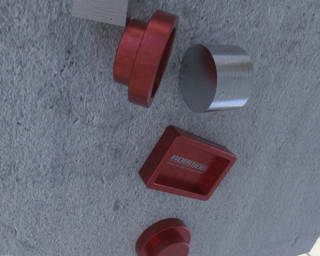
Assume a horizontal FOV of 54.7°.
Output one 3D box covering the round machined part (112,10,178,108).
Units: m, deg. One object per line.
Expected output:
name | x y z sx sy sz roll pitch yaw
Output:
round machined part | -0.017 -0.073 0.319 0.042 0.098 0.097 19 113 2

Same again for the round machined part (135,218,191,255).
round machined part | 0.011 0.206 0.532 0.099 0.042 0.097 -14 125 -21

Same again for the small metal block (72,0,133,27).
small metal block | -0.051 -0.126 0.287 0.050 0.025 0.050 12 117 1

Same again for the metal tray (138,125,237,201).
metal tray | 0.044 0.057 0.464 0.131 0.030 0.090 21 107 -37

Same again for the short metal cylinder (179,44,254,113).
short metal cylinder | 0.065 -0.059 0.372 0.050 0.080 0.079 -6 121 -26
